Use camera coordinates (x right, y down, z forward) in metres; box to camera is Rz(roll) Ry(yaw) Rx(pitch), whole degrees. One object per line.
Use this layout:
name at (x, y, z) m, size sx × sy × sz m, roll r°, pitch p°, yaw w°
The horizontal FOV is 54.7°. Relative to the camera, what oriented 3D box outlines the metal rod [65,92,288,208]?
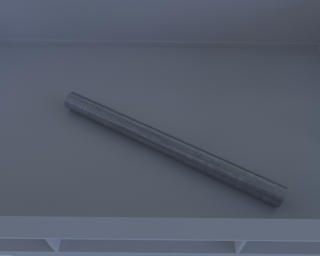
metal rod at (0.005, 0.019, 0.389) m, size 0.301 × 0.025 × 0.025 m, roll 24°, pitch 54°, yaw 18°
